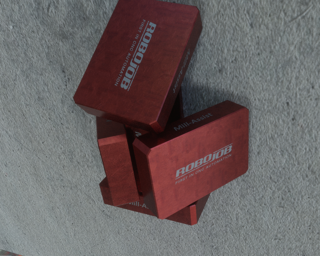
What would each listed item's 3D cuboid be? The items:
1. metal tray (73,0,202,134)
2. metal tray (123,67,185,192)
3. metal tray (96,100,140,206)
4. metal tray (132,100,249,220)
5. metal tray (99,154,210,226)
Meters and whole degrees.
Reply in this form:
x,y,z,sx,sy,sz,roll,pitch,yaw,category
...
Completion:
x,y,z,sx,sy,sz,roll,pitch,yaw,category
-0.020,-0.068,0.316,0.090,0.130,0.030,16,166,18,metal tray
-0.001,0.003,0.367,0.030,0.090,0.129,7,122,24,metal tray
-0.055,0.021,0.386,0.030,0.130,0.089,-12,118,-7,metal tray
0.040,0.032,0.341,0.030,0.131,0.089,33,138,51,metal tray
-0.001,0.072,0.410,0.130,0.090,0.030,7,121,24,metal tray
